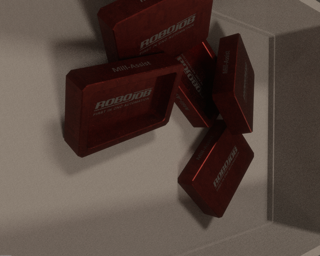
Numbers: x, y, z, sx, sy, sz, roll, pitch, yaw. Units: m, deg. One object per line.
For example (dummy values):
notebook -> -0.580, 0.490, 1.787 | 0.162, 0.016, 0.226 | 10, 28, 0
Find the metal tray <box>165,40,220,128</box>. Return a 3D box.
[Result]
metal tray -> 0.050, -0.074, 0.447 | 0.130, 0.030, 0.090 | 50, 60, -29

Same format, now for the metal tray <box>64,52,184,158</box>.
metal tray -> -0.038, -0.028, 0.342 | 0.131, 0.030, 0.089 | -21, 140, -38

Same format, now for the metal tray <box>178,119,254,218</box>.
metal tray -> 0.092, 0.060, 0.483 | 0.090, 0.030, 0.130 | 52, 59, -28

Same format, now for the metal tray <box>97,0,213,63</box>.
metal tray -> 0.000, -0.114, 0.349 | 0.131, 0.030, 0.090 | -33, 153, -18

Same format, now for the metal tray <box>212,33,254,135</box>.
metal tray -> 0.114, -0.066, 0.464 | 0.090, 0.030, 0.130 | 52, 40, -41
